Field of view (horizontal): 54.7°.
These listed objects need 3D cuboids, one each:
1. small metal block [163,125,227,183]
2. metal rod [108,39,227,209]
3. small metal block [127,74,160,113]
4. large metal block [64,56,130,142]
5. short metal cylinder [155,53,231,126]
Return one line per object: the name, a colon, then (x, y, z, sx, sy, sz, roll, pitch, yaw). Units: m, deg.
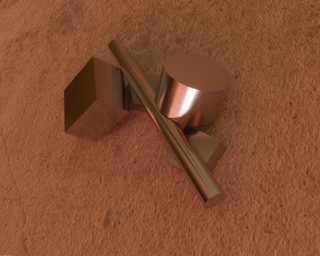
small metal block: (0.041, 0.031, 0.364, 0.050, 0.025, 0.050, 27, 76, 37)
metal rod: (-0.008, -0.029, 0.394, 0.025, 0.025, 0.300, -35, 51, 4)
small metal block: (-0.022, -0.050, 0.447, 0.050, 0.025, 0.050, 13, 68, 33)
large metal block: (-0.093, -0.039, 0.439, 0.080, 0.050, 0.080, -39, 48, 32)
short metal cylinder: (0.038, -0.048, 0.372, 0.081, 0.050, 0.080, 9, 41, -8)
